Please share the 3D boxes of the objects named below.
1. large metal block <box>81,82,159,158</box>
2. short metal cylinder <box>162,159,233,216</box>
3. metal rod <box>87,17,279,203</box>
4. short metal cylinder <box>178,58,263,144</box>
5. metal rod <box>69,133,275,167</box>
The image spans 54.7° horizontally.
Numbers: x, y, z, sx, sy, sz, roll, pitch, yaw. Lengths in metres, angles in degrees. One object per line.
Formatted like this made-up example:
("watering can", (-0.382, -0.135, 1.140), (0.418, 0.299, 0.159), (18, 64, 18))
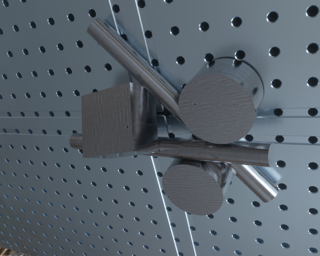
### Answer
("large metal block", (-0.051, -0.005, 0.391), (0.080, 0.050, 0.080), (-10, 79, 33))
("short metal cylinder", (0.050, 0.067, 0.405), (0.080, 0.050, 0.079), (13, 124, 21))
("metal rod", (0.030, -0.020, 0.379), (0.300, 0.025, 0.025), (44, 129, -3))
("short metal cylinder", (0.067, -0.030, 0.337), (0.080, 0.050, 0.079), (13, 124, 21))
("metal rod", (-0.009, 0.024, 0.404), (0.300, 0.025, 0.025), (2, 120, 34))
